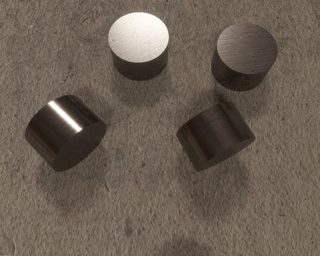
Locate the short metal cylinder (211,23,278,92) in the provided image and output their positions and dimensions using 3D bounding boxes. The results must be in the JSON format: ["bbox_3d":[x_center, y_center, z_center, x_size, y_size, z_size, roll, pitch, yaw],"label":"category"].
[{"bbox_3d":[0.115,-0.098,0.432,0.081,0.050,0.080,0,70,0],"label":"short metal cylinder"}]

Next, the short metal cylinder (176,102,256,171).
[{"bbox_3d":[0.067,0.011,0.376,0.080,0.080,0.050,-26,72,-9],"label":"short metal cylinder"}]

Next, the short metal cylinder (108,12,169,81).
[{"bbox_3d":[-0.029,-0.113,0.436,0.081,0.050,0.080,0,70,0],"label":"short metal cylinder"}]

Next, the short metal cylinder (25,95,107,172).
[{"bbox_3d":[-0.112,0.007,0.375,0.050,0.080,0.080,42,75,13],"label":"short metal cylinder"}]
